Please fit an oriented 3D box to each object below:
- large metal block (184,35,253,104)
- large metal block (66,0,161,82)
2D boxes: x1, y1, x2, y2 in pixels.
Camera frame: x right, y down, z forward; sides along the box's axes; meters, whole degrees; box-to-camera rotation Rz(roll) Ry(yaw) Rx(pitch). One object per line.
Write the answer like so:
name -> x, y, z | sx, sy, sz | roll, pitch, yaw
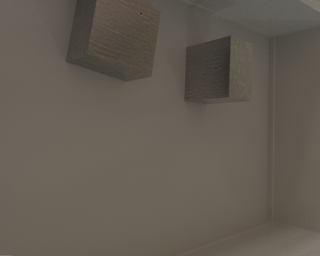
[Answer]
large metal block -> 0.083, -0.078, 0.442 | 0.050, 0.080, 0.080 | 4, 88, -40
large metal block -> -0.051, -0.104, 0.349 | 0.081, 0.050, 0.080 | 13, 82, -40
